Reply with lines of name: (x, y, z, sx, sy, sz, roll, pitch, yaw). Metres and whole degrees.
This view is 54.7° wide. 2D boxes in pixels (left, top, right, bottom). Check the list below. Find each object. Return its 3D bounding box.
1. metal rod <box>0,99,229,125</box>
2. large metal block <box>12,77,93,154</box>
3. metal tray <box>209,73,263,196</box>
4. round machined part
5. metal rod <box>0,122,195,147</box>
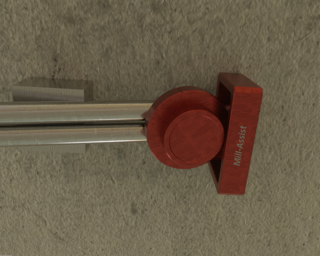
metal rod: (-0.065, -0.019, 0.355, 0.302, 0.025, 0.025, -2, 111, -13)
large metal block: (-0.129, -0.017, 0.386, 0.081, 0.050, 0.079, 3, 110, -2)
metal tray: (0.087, 0.004, 0.379, 0.030, 0.090, 0.129, 3, 110, -2)
round machined part: (0.034, 0.005, 0.352, 0.099, 0.042, 0.097, -4, 113, -10)
metal rod: (-0.067, 0.006, 0.364, 0.302, 0.025, 0.025, -2, 111, -14)
